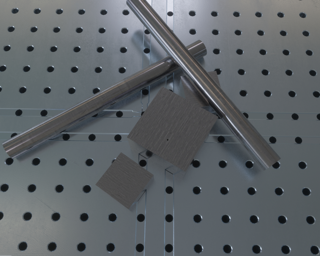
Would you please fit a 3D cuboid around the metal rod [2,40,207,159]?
[{"bbox_3d":[-0.067,-0.045,0.427,0.302,0.025,0.025,-30,73,-11],"label":"metal rod"}]

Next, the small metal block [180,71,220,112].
[{"bbox_3d":[0.057,-0.048,0.430,0.050,0.025,0.050,-9,70,-4],"label":"small metal block"}]

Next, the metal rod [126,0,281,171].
[{"bbox_3d":[0.048,-0.072,0.411,0.025,0.025,0.299,-34,74,-11],"label":"metal rod"}]

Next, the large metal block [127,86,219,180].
[{"bbox_3d":[0.016,0.007,0.396,0.080,0.050,0.080,30,73,10],"label":"large metal block"}]

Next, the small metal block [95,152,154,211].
[{"bbox_3d":[-0.043,0.067,0.387,0.050,0.025,0.050,34,73,11],"label":"small metal block"}]
